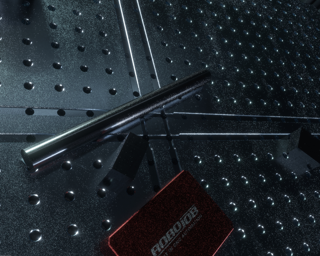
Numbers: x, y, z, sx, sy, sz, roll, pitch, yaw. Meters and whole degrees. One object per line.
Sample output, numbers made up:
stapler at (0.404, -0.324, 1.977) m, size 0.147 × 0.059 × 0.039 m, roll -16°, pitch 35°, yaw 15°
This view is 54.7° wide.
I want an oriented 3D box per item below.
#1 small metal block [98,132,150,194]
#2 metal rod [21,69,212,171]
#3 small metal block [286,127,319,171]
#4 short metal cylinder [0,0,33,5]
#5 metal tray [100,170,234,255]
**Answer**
small metal block at (-0.040, 0.040, 0.347) m, size 0.025 × 0.050 × 0.050 m, roll 30°, pitch 52°, yaw -10°
metal rod at (-0.031, -0.025, 0.408) m, size 0.302 × 0.025 × 0.025 m, roll -29°, pitch 78°, yaw -38°
small metal block at (0.246, 0.035, 0.522) m, size 0.050 × 0.025 × 0.050 m, roll 36°, pitch 51°, yaw -5°
short metal cylinder at (-0.203, -0.214, 0.414) m, size 0.081 × 0.050 × 0.080 m, roll 14°, pitch 56°, yaw -21°
metal tray at (0.013, 0.118, 0.341) m, size 0.090 × 0.030 × 0.131 m, roll 50°, pitch 51°, yaw 6°
